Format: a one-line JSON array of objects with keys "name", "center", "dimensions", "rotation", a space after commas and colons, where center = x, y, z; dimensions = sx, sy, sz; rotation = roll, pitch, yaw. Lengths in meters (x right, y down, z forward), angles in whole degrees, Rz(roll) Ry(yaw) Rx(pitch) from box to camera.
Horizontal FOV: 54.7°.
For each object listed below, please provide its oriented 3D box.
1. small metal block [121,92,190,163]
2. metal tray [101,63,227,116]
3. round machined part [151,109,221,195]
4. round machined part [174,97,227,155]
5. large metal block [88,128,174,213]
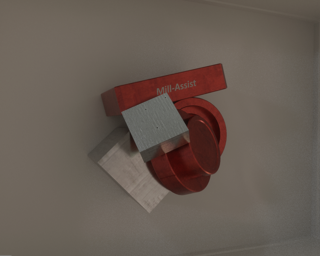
[{"name": "small metal block", "center": [-0.004, -0.001, 0.310], "dimensions": [0.050, 0.025, 0.050], "rotation": [-24, 60, -6]}, {"name": "metal tray", "center": [0.002, -0.045, 0.375], "dimensions": [0.131, 0.090, 0.030], "rotation": [-16, 96, -20]}, {"name": "round machined part", "center": [0.034, 0.024, 0.352], "dimensions": [0.098, 0.042, 0.098], "rotation": [32, 48, -43]}, {"name": "round machined part", "center": [0.036, 0.009, 0.416], "dimensions": [0.099, 0.042, 0.097], "rotation": [0, 90, -21]}, {"name": "large metal block", "center": [-0.034, 0.046, 0.368], "dimensions": [0.050, 0.080, 0.080], "rotation": [-46, 105, -14]}]
